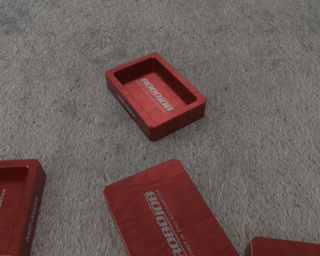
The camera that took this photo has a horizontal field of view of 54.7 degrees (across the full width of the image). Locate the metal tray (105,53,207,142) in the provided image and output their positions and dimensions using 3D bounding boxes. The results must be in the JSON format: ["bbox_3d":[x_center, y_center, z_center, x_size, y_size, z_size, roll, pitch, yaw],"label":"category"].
[{"bbox_3d":[-0.008,-0.049,0.440,0.091,0.030,0.130,-27,55,-21],"label":"metal tray"}]

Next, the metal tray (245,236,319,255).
[{"bbox_3d":[0.123,0.165,0.262,0.090,0.030,0.130,6,50,4],"label":"metal tray"}]

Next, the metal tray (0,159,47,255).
[{"bbox_3d":[-0.177,0.095,0.318,0.091,0.030,0.130,-2,50,-2],"label":"metal tray"}]

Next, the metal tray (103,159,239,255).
[{"bbox_3d":[0.007,0.102,0.314,0.091,0.030,0.130,-21,53,-17],"label":"metal tray"}]
